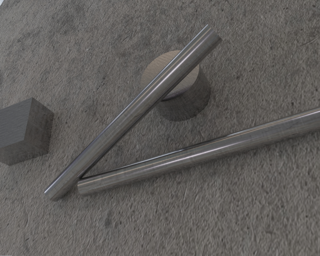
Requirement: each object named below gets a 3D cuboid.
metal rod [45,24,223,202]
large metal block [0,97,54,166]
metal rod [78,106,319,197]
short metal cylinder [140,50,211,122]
[{"bbox_3d":[-0.044,-0.007,0.382,0.299,0.025,0.025,-43,50,17],"label":"metal rod"},{"bbox_3d":[-0.226,0.007,0.502,0.080,0.050,0.080,-17,55,18],"label":"large metal block"},{"bbox_3d":[0.036,0.033,0.364,0.301,0.025,0.025,-18,55,17],"label":"metal rod"},{"bbox_3d":[0.022,-0.055,0.411,0.080,0.050,0.080,-13,56,21],"label":"short metal cylinder"}]
